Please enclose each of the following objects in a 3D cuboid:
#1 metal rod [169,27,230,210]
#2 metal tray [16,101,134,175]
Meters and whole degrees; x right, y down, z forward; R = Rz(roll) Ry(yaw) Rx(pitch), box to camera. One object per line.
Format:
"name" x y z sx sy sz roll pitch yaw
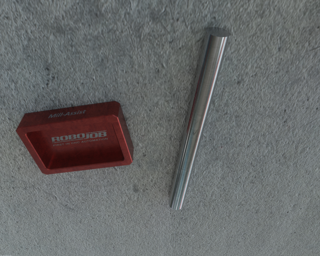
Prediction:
"metal rod" 0.043 0.013 0.418 0.025 0.025 0.298 5 130 -5
"metal tray" -0.109 0.016 0.415 0.131 0.030 0.089 -8 130 5
